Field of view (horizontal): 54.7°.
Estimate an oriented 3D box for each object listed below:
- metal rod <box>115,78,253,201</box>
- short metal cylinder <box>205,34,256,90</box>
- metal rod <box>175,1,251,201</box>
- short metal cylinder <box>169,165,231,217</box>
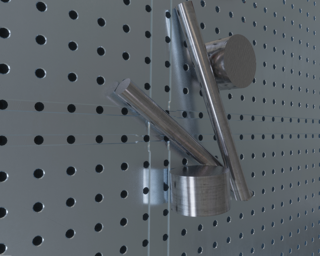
[{"bbox_3d":[0.052,0.032,0.452,0.301,0.025,0.025,40,66,-33],"label":"metal rod"},{"bbox_3d":[0.104,-0.099,0.480,0.081,0.050,0.080,0,90,-40],"label":"short metal cylinder"},{"bbox_3d":[0.080,-0.034,0.456,0.025,0.025,0.298,-25,100,-37],"label":"metal rod"},{"bbox_3d":[0.054,0.082,0.419,0.081,0.080,0.050,-5,94,-40],"label":"short metal cylinder"}]
